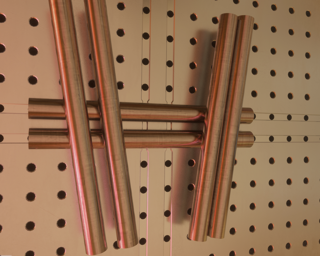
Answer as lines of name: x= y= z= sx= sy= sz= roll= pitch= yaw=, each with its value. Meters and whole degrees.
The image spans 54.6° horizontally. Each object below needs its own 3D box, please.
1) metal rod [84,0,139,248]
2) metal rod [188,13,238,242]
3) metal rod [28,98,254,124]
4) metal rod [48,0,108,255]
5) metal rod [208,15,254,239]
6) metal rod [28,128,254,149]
metal rod: x=-0.057 y=-0.009 z=0.365 sx=0.025 sy=0.025 sz=0.298 roll=-8 pitch=93 yaw=-20
metal rod: x=0.071 y=-0.003 z=0.413 sx=0.025 sy=0.025 sz=0.299 roll=10 pitch=87 yaw=-20
metal rod: x=-0.009 y=-0.020 z=0.409 sx=0.302 sy=0.025 sz=0.025 roll=1 pitch=90 yaw=-20
metal rod: x=-0.093 y=-0.006 z=0.352 sx=0.025 sy=0.025 sz=0.298 roll=-9 pitch=93 yaw=-20
metal rod: x=0.096 y=-0.004 z=0.422 sx=0.025 sy=0.025 sz=0.299 roll=10 pitch=87 yaw=-20
metal rod: x=-0.009 y=0.015 z=0.410 sx=0.302 sy=0.025 sz=0.025 roll=1 pitch=90 yaw=-20
